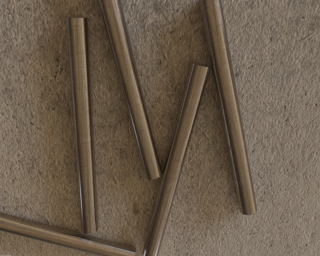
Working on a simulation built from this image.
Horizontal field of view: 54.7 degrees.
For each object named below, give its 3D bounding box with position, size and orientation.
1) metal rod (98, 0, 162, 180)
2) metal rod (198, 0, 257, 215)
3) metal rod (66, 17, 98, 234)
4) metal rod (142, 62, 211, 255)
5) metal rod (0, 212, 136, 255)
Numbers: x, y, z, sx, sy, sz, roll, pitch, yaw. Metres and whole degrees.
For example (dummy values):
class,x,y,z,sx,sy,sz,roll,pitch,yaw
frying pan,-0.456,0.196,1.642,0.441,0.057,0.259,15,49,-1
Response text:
class,x,y,z,sx,sy,sz,roll,pitch,yaw
metal rod,-0.041,-0.071,0.383,0.025,0.025,0.298,-12,110,4
metal rod,0.093,-0.016,0.404,0.025,0.025,0.298,-14,110,5
metal rod,-0.101,0.011,0.412,0.025,0.025,0.298,1,110,-1
metal rod,0.018,0.058,0.431,0.025,0.025,0.298,12,110,-5
metal rod,-0.184,0.154,0.464,0.302,0.025,0.025,17,109,-7
